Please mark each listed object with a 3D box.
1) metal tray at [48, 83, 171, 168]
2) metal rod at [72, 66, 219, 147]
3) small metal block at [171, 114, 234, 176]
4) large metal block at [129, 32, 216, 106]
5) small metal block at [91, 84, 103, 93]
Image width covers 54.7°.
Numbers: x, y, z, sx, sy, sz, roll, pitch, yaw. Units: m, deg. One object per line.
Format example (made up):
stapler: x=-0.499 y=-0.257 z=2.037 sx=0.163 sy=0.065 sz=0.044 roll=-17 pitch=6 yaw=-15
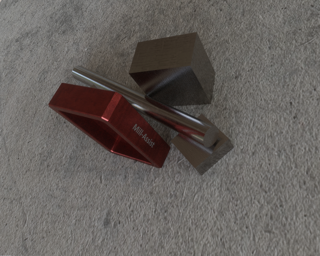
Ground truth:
metal tray: x=-0.054 y=0.000 z=0.365 sx=0.090 sy=0.130 sz=0.030 roll=13 pitch=69 yaw=33
metal rod: x=-0.043 y=-0.043 z=0.435 sx=0.300 sy=0.025 sz=0.025 roll=28 pitch=77 yaw=42
small metal block: x=0.050 y=0.019 z=0.367 sx=0.050 sy=0.025 sz=0.050 roll=-41 pitch=51 yaw=0
large metal block: x=0.019 y=-0.071 z=0.401 sx=0.080 sy=0.080 sz=0.050 roll=-2 pitch=61 yaw=27
small metal block: x=-0.082 y=-0.027 z=0.447 sx=0.025 sy=0.050 sz=0.050 roll=-39 pitch=51 yaw=2
